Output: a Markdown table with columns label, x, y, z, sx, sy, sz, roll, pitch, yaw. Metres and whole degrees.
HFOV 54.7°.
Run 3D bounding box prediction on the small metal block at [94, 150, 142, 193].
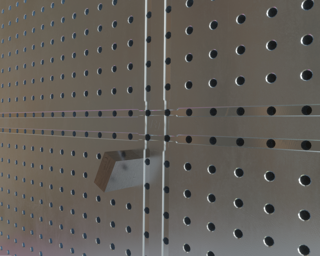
| label | x | y | z | sx | sy | sz | roll | pitch | yaw |
| --- | --- | --- | --- | --- | --- | --- | --- | --- | --- |
| small metal block | -0.059 | 0.060 | 0.440 | 0.025 | 0.050 | 0.050 | 34 | 111 | 34 |
